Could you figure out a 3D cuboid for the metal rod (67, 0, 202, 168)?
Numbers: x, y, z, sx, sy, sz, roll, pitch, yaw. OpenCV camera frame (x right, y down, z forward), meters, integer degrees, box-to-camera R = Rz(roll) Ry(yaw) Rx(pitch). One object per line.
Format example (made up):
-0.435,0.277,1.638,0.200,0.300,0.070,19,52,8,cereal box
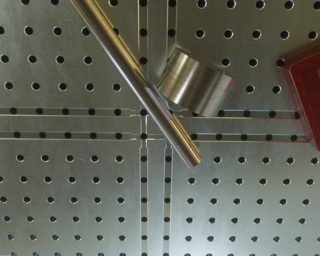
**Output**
-0.036,-0.069,0.387,0.025,0.025,0.299,-32,107,11,metal rod

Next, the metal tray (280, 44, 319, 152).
0.222,-0.043,0.396,0.090,0.030,0.130,-25,108,9,metal tray

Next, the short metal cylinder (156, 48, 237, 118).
0.042,-0.054,0.364,0.080,0.080,0.050,24,108,-9,short metal cylinder
